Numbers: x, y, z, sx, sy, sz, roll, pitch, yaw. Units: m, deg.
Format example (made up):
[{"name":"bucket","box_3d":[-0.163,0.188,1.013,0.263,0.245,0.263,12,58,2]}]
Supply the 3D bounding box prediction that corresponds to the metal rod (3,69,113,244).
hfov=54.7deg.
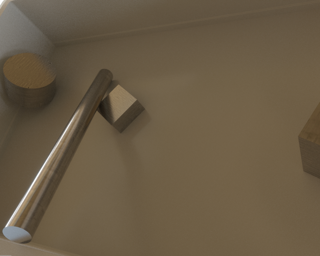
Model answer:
[{"name":"metal rod","box_3d":[-0.105,0.003,0.385,0.025,0.025,0.300,-16,32,19]}]

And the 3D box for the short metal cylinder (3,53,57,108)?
[{"name":"short metal cylinder","box_3d":[-0.219,-0.081,0.525,0.081,0.050,0.080,11,52,-14]}]

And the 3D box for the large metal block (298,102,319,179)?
[{"name":"large metal block","box_3d":[0.173,0.021,0.267,0.080,0.080,0.050,28,77,37]}]

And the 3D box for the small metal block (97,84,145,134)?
[{"name":"small metal block","box_3d":[-0.059,-0.028,0.452,0.050,0.025,0.050,-46,52,-4]}]
